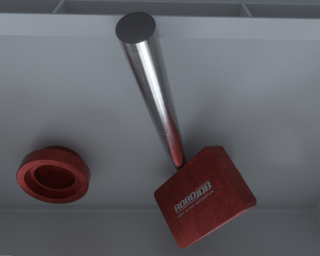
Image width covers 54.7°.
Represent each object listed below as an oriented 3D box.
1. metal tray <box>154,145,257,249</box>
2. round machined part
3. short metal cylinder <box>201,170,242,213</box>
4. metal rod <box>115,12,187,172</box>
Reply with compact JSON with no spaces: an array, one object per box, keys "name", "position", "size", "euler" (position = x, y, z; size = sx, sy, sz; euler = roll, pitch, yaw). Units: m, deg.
[{"name":"metal tray","position":[0.054,0.095,0.420],"size":[0.030,0.090,0.129],"euler":[-2,144,-45]},{"name":"round machined part","position":[-0.151,0.064,0.450],"size":[0.099,0.042,0.097],"euler":[-1,130,0]},{"name":"short metal cylinder","position":[0.079,0.092,0.453],"size":[0.050,0.080,0.079],"euler":[16,128,-14]},{"name":"metal rod","position":[0.007,-0.003,0.324],"size":[0.025,0.025,0.299],"euler":[-8,156,6]}]
